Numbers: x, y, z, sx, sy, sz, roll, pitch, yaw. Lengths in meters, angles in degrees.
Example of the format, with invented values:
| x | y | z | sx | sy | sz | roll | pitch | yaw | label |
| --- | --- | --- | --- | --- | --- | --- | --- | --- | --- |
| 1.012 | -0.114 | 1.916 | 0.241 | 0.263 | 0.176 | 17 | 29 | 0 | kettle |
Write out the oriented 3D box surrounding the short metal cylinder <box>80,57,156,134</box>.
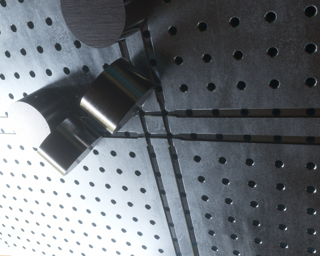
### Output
| x | y | z | sx | sy | sz | roll | pitch | yaw | label |
| --- | --- | --- | --- | --- | --- | --- | --- | --- | --- |
| -0.050 | -0.038 | 0.377 | 0.050 | 0.080 | 0.080 | 41 | 129 | 0 | short metal cylinder |

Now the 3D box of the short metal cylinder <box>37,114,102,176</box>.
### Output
| x | y | z | sx | sy | sz | roll | pitch | yaw | label |
| --- | --- | --- | --- | --- | --- | --- | --- | --- | --- |
| -0.132 | 0.025 | 0.459 | 0.050 | 0.080 | 0.080 | 42 | 129 | -2 | short metal cylinder |

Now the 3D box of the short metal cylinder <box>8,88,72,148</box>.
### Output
| x | y | z | sx | sy | sz | roll | pitch | yaw | label |
| --- | --- | --- | --- | --- | --- | --- | --- | --- | --- |
| -0.185 | -0.015 | 0.480 | 0.080 | 0.050 | 0.079 | 13 | 124 | 20 | short metal cylinder |

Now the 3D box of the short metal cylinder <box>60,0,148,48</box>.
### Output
| x | y | z | sx | sy | sz | roll | pitch | yaw | label |
| --- | --- | --- | --- | --- | --- | --- | --- | --- | --- |
| -0.061 | -0.135 | 0.342 | 0.080 | 0.050 | 0.079 | 13 | 124 | 20 | short metal cylinder |
